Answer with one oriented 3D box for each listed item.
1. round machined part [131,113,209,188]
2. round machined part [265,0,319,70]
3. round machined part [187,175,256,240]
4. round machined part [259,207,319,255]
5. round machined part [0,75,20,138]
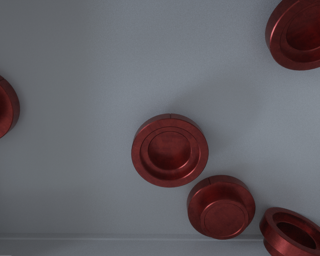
[{"bbox_3d":[0.013,0.026,0.412,0.099,0.042,0.097,0,110,-1],"label":"round machined part"},{"bbox_3d":[0.168,-0.117,0.348,0.099,0.042,0.097,-2,137,-1],"label":"round machined part"},{"bbox_3d":[0.089,0.121,0.448,0.099,0.042,0.097,0,110,-1],"label":"round machined part"},{"bbox_3d":[0.186,0.159,0.434,0.099,0.098,0.042,17,109,-7],"label":"round machined part"},{"bbox_3d":[-0.235,-0.025,0.390,0.099,0.042,0.097,0,110,-1],"label":"round machined part"}]
